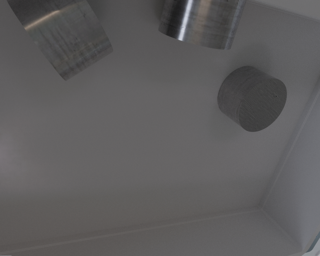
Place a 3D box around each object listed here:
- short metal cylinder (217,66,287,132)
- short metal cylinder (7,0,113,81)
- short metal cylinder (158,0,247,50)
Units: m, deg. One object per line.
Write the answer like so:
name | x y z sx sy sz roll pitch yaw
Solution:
short metal cylinder | 0.129 -0.041 0.437 0.081 0.050 0.079 -14 124 -21
short metal cylinder | -0.085 -0.089 0.272 0.050 0.080 0.080 -34 129 -6
short metal cylinder | 0.043 -0.118 0.323 0.081 0.080 0.050 0 118 -29
